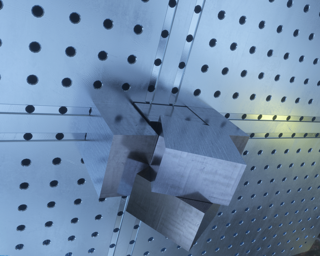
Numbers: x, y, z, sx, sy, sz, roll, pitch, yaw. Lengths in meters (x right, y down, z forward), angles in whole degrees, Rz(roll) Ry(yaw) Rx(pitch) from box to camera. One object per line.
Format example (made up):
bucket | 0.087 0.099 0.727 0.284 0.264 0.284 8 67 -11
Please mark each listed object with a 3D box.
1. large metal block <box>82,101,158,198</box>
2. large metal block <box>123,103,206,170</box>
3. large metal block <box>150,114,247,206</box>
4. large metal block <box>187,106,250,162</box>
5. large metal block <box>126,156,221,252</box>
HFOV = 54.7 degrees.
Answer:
large metal block | -0.051 0.023 0.363 0.050 0.080 0.079 2 118 -30
large metal block | 0.003 0.017 0.406 0.081 0.050 0.079 3 117 -30
large metal block | 0.035 0.032 0.333 0.081 0.080 0.050 13 113 -10
large metal block | 0.065 0.025 0.428 0.050 0.080 0.079 4 117 -31
large metal block | 0.022 0.077 0.350 0.080 0.080 0.050 -24 136 -57
